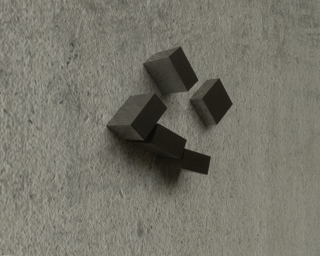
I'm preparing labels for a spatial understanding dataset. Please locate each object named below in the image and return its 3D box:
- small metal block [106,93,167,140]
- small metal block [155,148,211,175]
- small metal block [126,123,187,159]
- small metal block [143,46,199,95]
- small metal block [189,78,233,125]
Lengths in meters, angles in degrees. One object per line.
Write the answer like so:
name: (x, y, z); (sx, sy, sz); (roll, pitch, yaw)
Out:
small metal block: (-0.028, -0.013, 0.365); (0.025, 0.050, 0.050); (50, 61, -29)
small metal block: (0.031, 0.043, 0.414); (0.050, 0.050, 0.025); (19, 78, -39)
small metal block: (-0.004, 0.016, 0.385); (0.050, 0.050, 0.025); (30, 71, -36)
small metal block: (0.014, -0.073, 0.399); (0.025, 0.050, 0.050); (-47, 118, -30)
small metal block: (0.079, -0.040, 0.470); (0.050, 0.025, 0.050); (-49, 119, -29)
